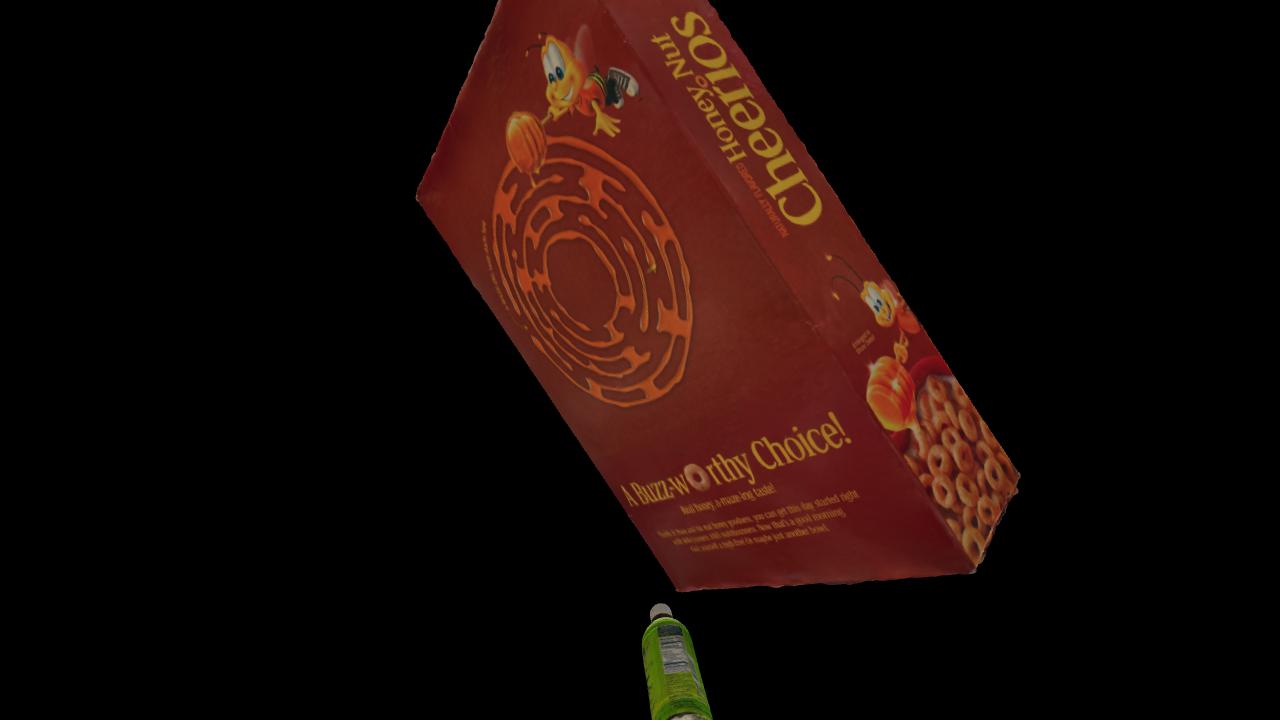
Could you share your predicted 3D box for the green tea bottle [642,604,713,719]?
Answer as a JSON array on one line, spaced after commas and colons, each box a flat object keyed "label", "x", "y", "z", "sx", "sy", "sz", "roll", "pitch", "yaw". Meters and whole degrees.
[{"label": "green tea bottle", "x": 0.041, "y": 0.389, "z": 0.780, "sx": 0.073, "sy": 0.073, "sz": 0.212, "roll": 0, "pitch": 17, "yaw": -4}]

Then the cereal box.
[{"label": "cereal box", "x": 0.015, "y": -0.027, "z": 0.327, "sx": 0.081, "sy": 0.306, "sz": 0.203, "roll": -33, "pitch": 0, "yaw": -39}]
